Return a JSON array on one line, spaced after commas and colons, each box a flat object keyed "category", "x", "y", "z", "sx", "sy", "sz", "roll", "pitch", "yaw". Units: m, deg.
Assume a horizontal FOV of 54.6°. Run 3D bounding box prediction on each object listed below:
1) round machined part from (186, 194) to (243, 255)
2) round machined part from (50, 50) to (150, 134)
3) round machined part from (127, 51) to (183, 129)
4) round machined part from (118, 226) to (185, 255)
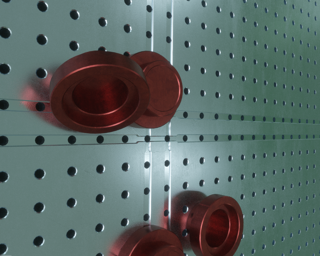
[{"category": "round machined part", "x": 0.078, "y": 0.147, "z": 0.462, "sx": 0.099, "sy": 0.042, "sz": 0.097, "roll": 0, "pitch": 90, "yaw": -40}, {"category": "round machined part", "x": -0.062, "y": -0.040, "z": 0.321, "sx": 0.099, "sy": 0.098, "sz": 0.042, "roll": 19, "pitch": 40, "yaw": -38}, {"category": "round machined part", "x": -0.010, "y": -0.048, "z": 0.389, "sx": 0.099, "sy": 0.042, "sz": 0.097, "roll": 0, "pitch": 90, "yaw": -40}, {"category": "round machined part", "x": -0.004, "y": 0.178, "z": 0.394, "sx": 0.099, "sy": 0.042, "sz": 0.097, "roll": 0, "pitch": 90, "yaw": -40}]
